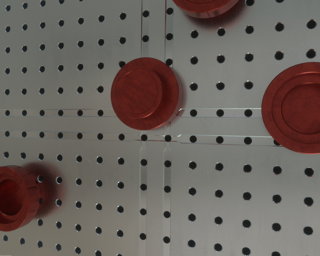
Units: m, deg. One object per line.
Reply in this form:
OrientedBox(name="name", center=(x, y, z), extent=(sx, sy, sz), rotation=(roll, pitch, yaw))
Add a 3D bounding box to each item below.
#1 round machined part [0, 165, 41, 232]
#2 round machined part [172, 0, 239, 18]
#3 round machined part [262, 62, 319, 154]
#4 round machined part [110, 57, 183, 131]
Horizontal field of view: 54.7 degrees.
OrientedBox(name="round machined part", center=(-0.227, 0.106, 0.482), extent=(0.098, 0.042, 0.097), rotation=(0, 90, 19))
OrientedBox(name="round machined part", center=(0.059, -0.184, 0.382), extent=(0.098, 0.042, 0.097), rotation=(0, 90, 19))
OrientedBox(name="round machined part", center=(0.166, -0.021, 0.345), extent=(0.098, 0.042, 0.097), rotation=(0, 90, 19))
OrientedBox(name="round machined part", center=(-0.023, -0.045, 0.411), extent=(0.098, 0.042, 0.097), rotation=(0, 90, 19))
